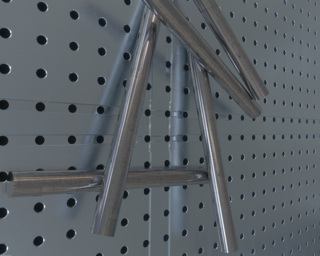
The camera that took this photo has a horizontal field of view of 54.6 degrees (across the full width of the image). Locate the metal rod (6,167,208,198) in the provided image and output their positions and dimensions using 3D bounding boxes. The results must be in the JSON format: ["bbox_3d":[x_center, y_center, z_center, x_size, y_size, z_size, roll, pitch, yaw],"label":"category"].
[{"bbox_3d":[-0.025,0.063,0.387,0.302,0.025,0.025,5,87,-40],"label":"metal rod"}]

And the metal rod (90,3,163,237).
[{"bbox_3d":[-0.031,-0.031,0.361,0.025,0.025,0.299,25,68,-37],"label":"metal rod"}]

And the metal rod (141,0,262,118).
[{"bbox_3d":[0.066,-0.094,0.421,0.301,0.025,0.025,36,68,-40],"label":"metal rod"}]

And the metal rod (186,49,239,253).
[{"bbox_3d":[0.074,0.024,0.444,0.025,0.025,0.299,-8,87,-40],"label":"metal rod"}]

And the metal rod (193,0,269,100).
[{"bbox_3d":[0.072,-0.165,0.439,0.025,0.025,0.300,-47,109,-30],"label":"metal rod"}]
